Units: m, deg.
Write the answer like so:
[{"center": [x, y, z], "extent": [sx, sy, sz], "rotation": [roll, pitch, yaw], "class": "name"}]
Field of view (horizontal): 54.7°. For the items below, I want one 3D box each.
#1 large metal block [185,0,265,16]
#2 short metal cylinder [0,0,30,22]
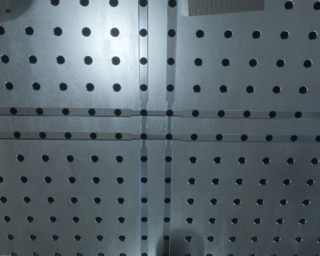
[{"center": [0.067, -0.168, 0.339], "extent": [0.080, 0.050, 0.079], "rotation": [-4, 110, 1], "class": "large metal block"}, {"center": [-0.192, -0.158, 0.340], "extent": [0.081, 0.050, 0.079], "rotation": [0, 110, 0], "class": "short metal cylinder"}]
